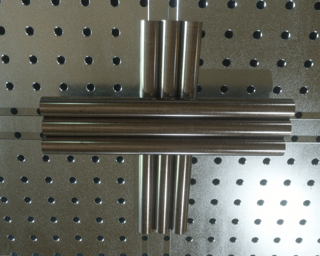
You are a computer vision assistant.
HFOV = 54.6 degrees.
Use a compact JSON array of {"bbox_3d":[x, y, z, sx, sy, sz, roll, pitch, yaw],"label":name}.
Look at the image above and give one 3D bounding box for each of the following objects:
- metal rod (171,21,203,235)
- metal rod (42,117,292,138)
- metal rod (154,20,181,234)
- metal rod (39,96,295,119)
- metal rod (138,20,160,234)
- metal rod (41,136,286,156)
[{"bbox_3d":[0.033,0.014,0.419,0.025,0.025,0.298,2,110,-1],"label":"metal rod"},{"bbox_3d":[0.009,-0.001,0.386,0.302,0.025,0.025,0,110,-1],"label":"metal rod"},{"bbox_3d":[0.008,0.012,0.418,0.025,0.025,0.298,2,110,-1],"label":"metal rod"},{"bbox_3d":[0.009,-0.025,0.377,0.302,0.025,0.025,0,110,-1],"label":"metal rod"},{"bbox_3d":[-0.017,0.013,0.418,0.025,0.025,0.298,2,110,-1],"label":"metal rod"},{"bbox_3d":[0.005,0.022,0.395,0.302,0.025,0.025,0,110,-1],"label":"metal rod"}]
